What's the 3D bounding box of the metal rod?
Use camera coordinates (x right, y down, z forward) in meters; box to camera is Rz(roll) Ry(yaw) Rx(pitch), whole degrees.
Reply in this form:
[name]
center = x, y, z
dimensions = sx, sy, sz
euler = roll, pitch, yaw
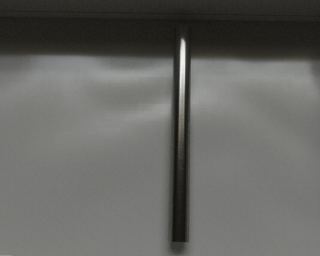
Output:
[metal rod]
center = 0.028, -0.007, 0.412
dimensions = 0.025, 0.025, 0.299
euler = 2, 70, 0
